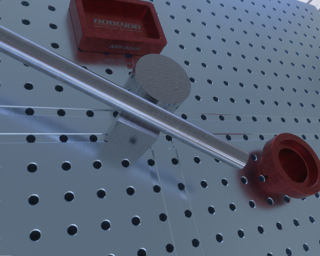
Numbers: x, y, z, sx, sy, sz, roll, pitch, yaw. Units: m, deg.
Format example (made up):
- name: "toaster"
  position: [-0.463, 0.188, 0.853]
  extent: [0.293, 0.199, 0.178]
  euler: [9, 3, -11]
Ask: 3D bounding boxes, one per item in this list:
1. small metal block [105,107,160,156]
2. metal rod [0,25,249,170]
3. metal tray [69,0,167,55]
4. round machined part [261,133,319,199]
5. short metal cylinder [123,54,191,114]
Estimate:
- name: "small metal block"
  position: [-0.032, 0.004, 0.374]
  extent: [0.050, 0.050, 0.025]
  euler: [25, 53, -13]
- name: "metal rod"
  position: [-0.032, -0.026, 0.343]
  extent: [0.301, 0.025, 0.025]
  euler: [27, 52, -12]
- name: "metal tray"
  position: [-0.062, -0.156, 0.468]
  extent: [0.131, 0.030, 0.090]
  euler: [-3, 63, -30]
- name: "round machined part"
  position: [0.193, 0.060, 0.468]
  extent: [0.099, 0.042, 0.098]
  euler: [14, 56, -21]
- name: "short metal cylinder"
  position: [-0.005, -0.054, 0.424]
  extent: [0.081, 0.050, 0.080]
  euler: [14, 56, -21]
